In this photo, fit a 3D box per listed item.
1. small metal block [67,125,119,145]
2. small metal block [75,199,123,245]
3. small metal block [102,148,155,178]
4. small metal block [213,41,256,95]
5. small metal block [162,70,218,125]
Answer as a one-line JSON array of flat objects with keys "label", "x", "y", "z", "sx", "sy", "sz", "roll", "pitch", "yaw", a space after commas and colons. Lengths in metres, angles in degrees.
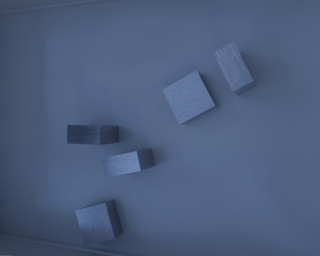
[{"label": "small metal block", "x": -0.092, "y": 0.009, "z": 0.428, "sx": 0.050, "sy": 0.050, "sz": 0.025, "roll": 1, "pitch": 91, "yaw": 19}, {"label": "small metal block", "x": -0.086, "y": 0.133, "z": 0.440, "sx": 0.050, "sy": 0.025, "sz": 0.050, "roll": -18, "pitch": 84, "yaw": 18}, {"label": "small metal block", "x": -0.041, "y": 0.046, "z": 0.411, "sx": 0.050, "sy": 0.050, "sz": 0.025, "roll": -13, "pitch": 86, "yaw": 19}, {"label": "small metal block", "x": 0.089, "y": -0.068, "z": 0.366, "sx": 0.025, "sy": 0.050, "sz": 0.050, "roll": -27, "pitch": 81, "yaw": 18}, {"label": "small metal block", "x": 0.039, "y": -0.038, "z": 0.396, "sx": 0.050, "sy": 0.025, "sz": 0.050, "roll": -29, "pitch": 81, "yaw": 17}]
